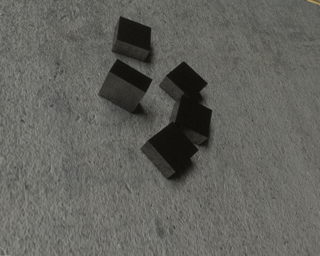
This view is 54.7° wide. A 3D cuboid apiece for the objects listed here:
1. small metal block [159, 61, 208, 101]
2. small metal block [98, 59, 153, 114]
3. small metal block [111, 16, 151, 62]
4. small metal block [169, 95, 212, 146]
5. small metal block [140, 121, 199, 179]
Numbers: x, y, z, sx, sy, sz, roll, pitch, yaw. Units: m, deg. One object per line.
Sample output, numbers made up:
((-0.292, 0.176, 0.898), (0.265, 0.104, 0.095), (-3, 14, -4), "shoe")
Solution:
((0.035, -0.065, 0.462), (0.050, 0.025, 0.050), (44, 51, 2), "small metal block")
((-0.045, -0.052, 0.395), (0.050, 0.050, 0.025), (30, 52, -9), "small metal block")
((-0.042, -0.132, 0.462), (0.050, 0.025, 0.050), (15, 56, -20), "small metal block")
((0.042, -0.011, 0.433), (0.050, 0.025, 0.050), (25, 53, -13), "small metal block")
((0.012, 0.027, 0.393), (0.050, 0.025, 0.050), (48, 51, 6), "small metal block")
